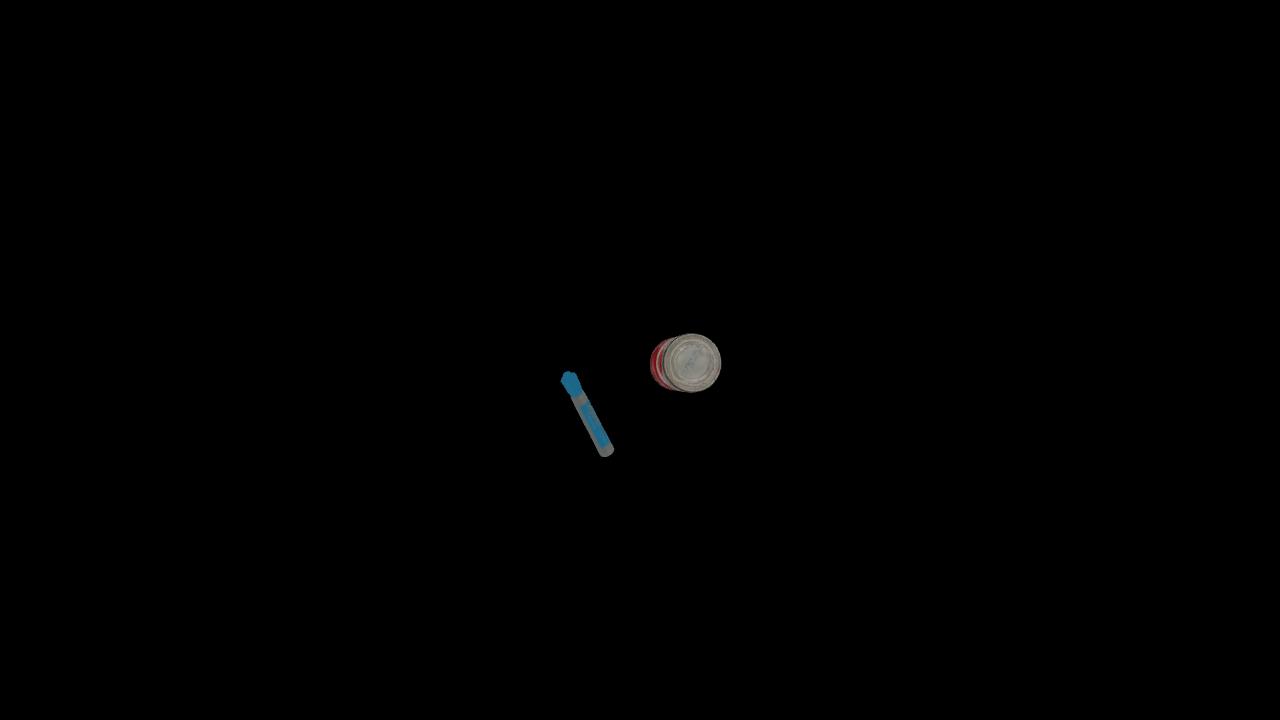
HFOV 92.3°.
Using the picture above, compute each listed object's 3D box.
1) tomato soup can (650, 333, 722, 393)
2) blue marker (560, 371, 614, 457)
[{"bbox_3d":[0.052,0.004,0.720,0.068,0.068,0.101,0,-1,-8],"label":"tomato soup can"},{"bbox_3d":[-0.060,0.062,0.704,0.020,0.121,0.020,-17,31,11],"label":"blue marker"}]
